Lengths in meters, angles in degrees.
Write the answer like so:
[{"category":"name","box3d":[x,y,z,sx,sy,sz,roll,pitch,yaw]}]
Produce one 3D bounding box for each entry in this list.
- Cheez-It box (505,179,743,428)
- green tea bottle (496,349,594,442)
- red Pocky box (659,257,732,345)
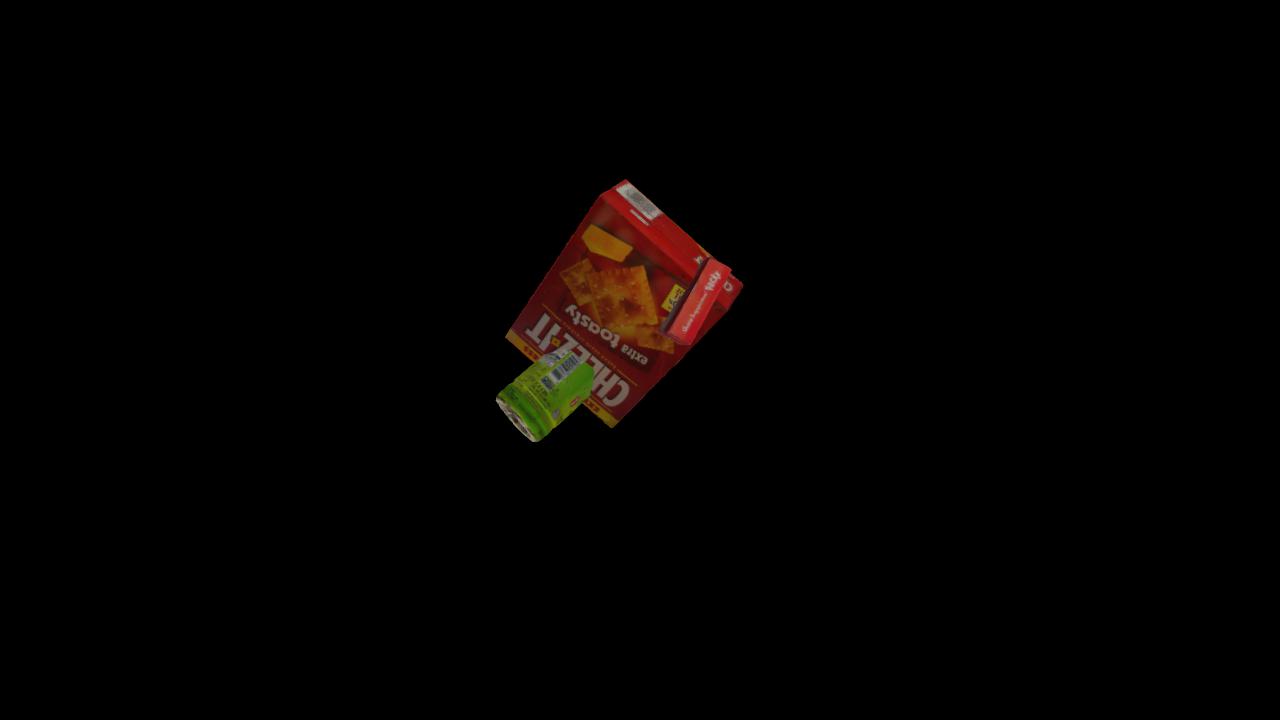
[{"category":"Cheez-It box","box3d":[-0.024,-0.051,0.660,0.223,0.166,0.071,-47,1,37]},{"category":"green tea bottle","box3d":[-0.061,0.000,0.698,0.212,0.073,0.073,-41,14,-17]},{"category":"red Pocky box","box3d":[0.046,-0.057,0.632,0.028,0.083,0.155,31,0,-7]}]
